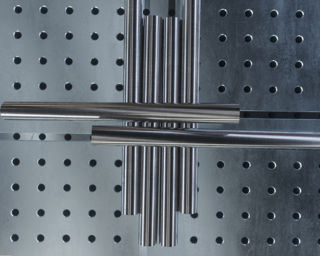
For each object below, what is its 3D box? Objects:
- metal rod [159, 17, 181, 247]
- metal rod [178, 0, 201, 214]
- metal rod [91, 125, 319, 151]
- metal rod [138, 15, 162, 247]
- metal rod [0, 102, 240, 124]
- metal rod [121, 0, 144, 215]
[{"bbox_3d":[0.014,0.005,0.414,0.025,0.025,0.298,1,90,0],"label":"metal rod"},{"bbox_3d":[0.039,-0.038,0.413,0.025,0.025,0.298,1,90,0],"label":"metal rod"},{"bbox_3d":[0.068,0.013,0.393,0.302,0.025,0.025,2,90,-9],"label":"metal rod"},{"bbox_3d":[-0.013,0.004,0.412,0.025,0.025,0.298,1,90,0],"label":"metal rod"},{"bbox_3d":[-0.056,-0.020,0.390,0.301,0.025,0.025,1,90,9],"label":"metal rod"},{"bbox_3d":[-0.037,-0.037,0.412,0.025,0.025,0.298,1,90,0],"label":"metal rod"}]
